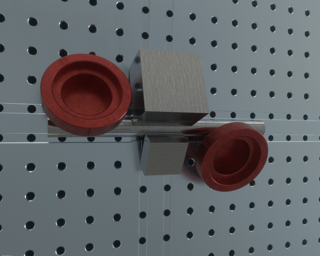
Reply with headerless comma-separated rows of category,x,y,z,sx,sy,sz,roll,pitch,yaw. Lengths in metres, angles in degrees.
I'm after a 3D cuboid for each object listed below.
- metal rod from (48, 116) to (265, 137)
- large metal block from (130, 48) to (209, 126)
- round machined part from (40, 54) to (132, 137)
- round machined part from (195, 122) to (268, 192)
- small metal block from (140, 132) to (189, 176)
metal rod,0.010,0.000,0.417,0.302,0.025,0.025,0,90,-20
large metal block,0.009,-0.048,0.391,0.081,0.050,0.080,1,72,-20
round machined part,-0.085,-0.034,0.358,0.099,0.042,0.098,9,61,-16
round machined part,0.094,0.036,0.425,0.099,0.042,0.097,-8,118,-16
small metal block,0.005,0.034,0.404,0.050,0.025,0.050,1,119,-20
